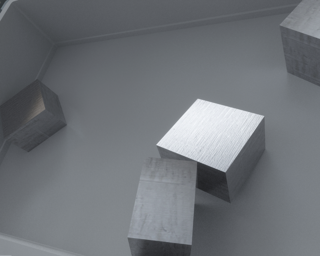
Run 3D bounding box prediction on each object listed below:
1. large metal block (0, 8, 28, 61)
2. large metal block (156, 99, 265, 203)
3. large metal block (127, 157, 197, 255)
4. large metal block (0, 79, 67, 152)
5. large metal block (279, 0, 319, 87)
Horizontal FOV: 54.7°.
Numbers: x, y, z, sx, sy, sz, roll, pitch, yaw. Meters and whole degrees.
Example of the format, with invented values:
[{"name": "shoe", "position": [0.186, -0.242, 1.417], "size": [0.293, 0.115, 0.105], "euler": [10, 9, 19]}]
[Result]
[{"name": "large metal block", "position": [-0.363, -0.210, 0.693], "size": [0.050, 0.080, 0.080], "euler": [16, 70, 34]}, {"name": "large metal block", "position": [0.057, 0.020, 0.333], "size": [0.080, 0.050, 0.080], "euler": [20, 53, 35]}, {"name": "large metal block", "position": [0.006, 0.086, 0.296], "size": [0.050, 0.080, 0.080], "euler": [5, 48, 6]}, {"name": "large metal block", "position": [-0.211, -0.021, 0.514], "size": [0.080, 0.050, 0.080], "euler": [-35, 51, 5]}, {"name": "large metal block", "position": [0.183, -0.104, 0.338], "size": [0.080, 0.080, 0.050], "euler": [-47, 51, -5]}]
